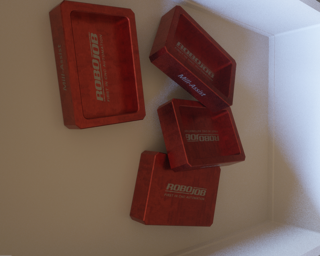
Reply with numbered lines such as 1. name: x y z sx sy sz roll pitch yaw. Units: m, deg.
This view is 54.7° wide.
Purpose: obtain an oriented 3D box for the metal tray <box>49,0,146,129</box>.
1. metal tray: -0.067 -0.068 0.348 0.091 0.030 0.129 -11 97 -40

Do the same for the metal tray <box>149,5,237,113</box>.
1. metal tray: 0.051 -0.092 0.423 0.130 0.030 0.090 34 52 -29

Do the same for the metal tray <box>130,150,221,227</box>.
1. metal tray: 0.026 0.086 0.428 0.131 0.030 0.090 17 80 -39

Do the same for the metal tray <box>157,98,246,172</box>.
1. metal tray: 0.061 0.010 0.432 0.131 0.030 0.090 1 70 -44
